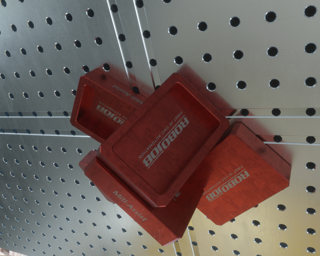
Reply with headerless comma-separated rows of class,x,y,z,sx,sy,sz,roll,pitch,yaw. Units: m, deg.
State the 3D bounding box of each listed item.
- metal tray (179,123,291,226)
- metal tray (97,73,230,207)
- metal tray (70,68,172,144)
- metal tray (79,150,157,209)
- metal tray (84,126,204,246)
metal tray,0.087,0.064,0.399,0.090,0.030,0.129,41,129,-1
metal tray,0.007,0.011,0.346,0.090,0.130,0.030,44,157,-2
metal tray,-0.056,-0.012,0.429,0.130,0.030,0.089,31,128,7
metal tray,-0.051,0.078,0.450,0.130,0.030,0.090,1,131,44
metal tray,-0.014,0.064,0.375,0.130,0.090,0.030,44,129,-3
